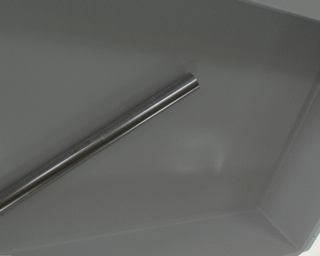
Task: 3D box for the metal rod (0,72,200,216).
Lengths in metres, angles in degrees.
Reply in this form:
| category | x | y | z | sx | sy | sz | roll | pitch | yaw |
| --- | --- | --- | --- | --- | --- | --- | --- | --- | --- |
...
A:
| category | x | y | z | sx | sy | sz | roll | pitch | yaw |
| --- | --- | --- | --- | --- | --- | --- | --- | --- | --- |
| metal rod | -0.082 | 0.021 | 0.377 | 0.301 | 0.025 | 0.025 | -33 | 129 | -7 |
